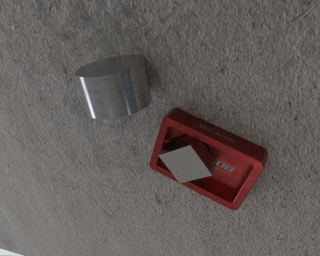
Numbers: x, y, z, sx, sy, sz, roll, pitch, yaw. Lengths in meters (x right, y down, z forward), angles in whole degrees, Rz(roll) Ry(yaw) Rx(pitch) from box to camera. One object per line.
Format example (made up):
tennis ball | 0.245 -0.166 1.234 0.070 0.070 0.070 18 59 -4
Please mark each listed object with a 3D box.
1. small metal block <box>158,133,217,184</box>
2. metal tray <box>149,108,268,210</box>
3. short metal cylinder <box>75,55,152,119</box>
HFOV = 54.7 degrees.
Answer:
small metal block | 0.035 0.039 0.392 0.050 0.025 0.050 -22 113 36
metal tray | 0.057 0.040 0.398 0.130 0.030 0.089 26 128 12
short metal cylinder | -0.054 -0.051 0.368 0.080 0.080 0.050 3 120 26
